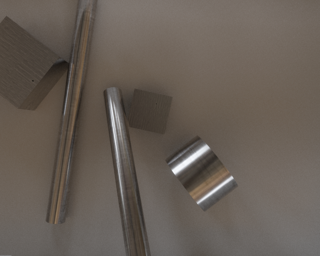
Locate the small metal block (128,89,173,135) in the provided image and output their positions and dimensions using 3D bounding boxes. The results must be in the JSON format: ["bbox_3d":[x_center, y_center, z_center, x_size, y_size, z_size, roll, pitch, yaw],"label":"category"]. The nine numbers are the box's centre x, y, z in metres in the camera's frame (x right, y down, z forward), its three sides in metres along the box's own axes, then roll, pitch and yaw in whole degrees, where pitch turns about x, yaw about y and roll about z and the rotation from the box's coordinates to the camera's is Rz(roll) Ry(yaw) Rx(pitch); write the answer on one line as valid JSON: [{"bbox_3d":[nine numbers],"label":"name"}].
[{"bbox_3d":[-0.014,-0.021,0.411,0.050,0.025,0.050,13,90,-1],"label":"small metal block"}]

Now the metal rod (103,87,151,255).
[{"bbox_3d":[-0.033,0.082,0.343,0.025,0.025,0.299,-13,62,0],"label":"metal rod"}]

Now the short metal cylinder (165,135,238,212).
[{"bbox_3d":[0.051,0.056,0.385,0.050,0.080,0.080,-38,90,0],"label":"short metal cylinder"}]

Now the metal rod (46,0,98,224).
[{"bbox_3d":[-0.116,-0.025,0.409,0.025,0.025,0.298,8,90,-1],"label":"metal rod"}]

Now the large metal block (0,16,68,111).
[{"bbox_3d":[-0.178,-0.079,0.397,0.080,0.050,0.080,38,90,-1],"label":"large metal block"}]
